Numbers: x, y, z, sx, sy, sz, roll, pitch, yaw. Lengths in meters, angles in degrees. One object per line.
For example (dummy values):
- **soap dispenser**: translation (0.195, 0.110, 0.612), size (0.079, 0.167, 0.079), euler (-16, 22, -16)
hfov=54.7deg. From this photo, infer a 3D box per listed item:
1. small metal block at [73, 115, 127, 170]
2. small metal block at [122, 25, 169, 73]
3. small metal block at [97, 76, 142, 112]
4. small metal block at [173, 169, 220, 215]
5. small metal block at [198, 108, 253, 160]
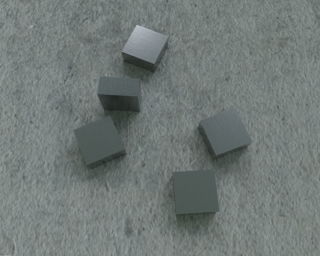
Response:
- **small metal block**: translation (-0.077, 0.019, 0.400), size (0.050, 0.025, 0.050), euler (-23, 72, -9)
- **small metal block**: translation (-0.021, -0.115, 0.450), size (0.050, 0.025, 0.050), euler (22, 71, 7)
- **small metal block**: translation (-0.052, -0.044, 0.410), size (0.050, 0.050, 0.025), euler (3, 70, 1)
- **small metal block**: translation (0.042, 0.079, 0.380), size (0.050, 0.025, 0.050), euler (-4, 70, -2)
- **small metal block**: translation (0.084, 0.008, 0.406), size (0.050, 0.025, 0.050), euler (-20, 71, -8)
